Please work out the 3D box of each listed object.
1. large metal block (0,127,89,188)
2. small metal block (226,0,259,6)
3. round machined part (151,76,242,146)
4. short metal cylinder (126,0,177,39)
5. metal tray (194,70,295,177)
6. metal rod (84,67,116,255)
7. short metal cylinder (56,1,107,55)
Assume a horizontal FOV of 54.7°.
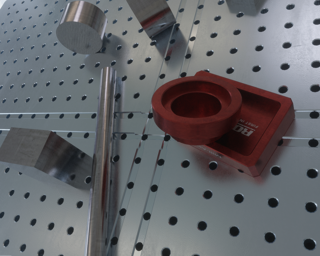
[{"bbox_3d":[-0.163,0.042,0.433,0.080,0.080,0.050,4,64,30],"label":"large metal block"},{"bbox_3d":[0.132,-0.216,0.472,0.050,0.025,0.050,25,75,36],"label":"small metal block"},{"bbox_3d":[0.041,-0.017,0.353,0.099,0.042,0.098,-3,38,3],"label":"round machined part"},{"bbox_3d":[-0.016,-0.192,0.499,0.050,0.080,0.080,-31,52,9],"label":"short metal cylinder"},{"bbox_3d":[0.078,-0.011,0.370,0.130,0.030,0.090,27,76,37],"label":"metal tray"},{"bbox_3d":[-0.079,0.035,0.428,0.025,0.025,0.299,-15,55,20],"label":"metal rod"},{"bbox_3d":[-0.139,-0.178,0.555,0.080,0.080,0.050,-7,59,24],"label":"short metal cylinder"}]
